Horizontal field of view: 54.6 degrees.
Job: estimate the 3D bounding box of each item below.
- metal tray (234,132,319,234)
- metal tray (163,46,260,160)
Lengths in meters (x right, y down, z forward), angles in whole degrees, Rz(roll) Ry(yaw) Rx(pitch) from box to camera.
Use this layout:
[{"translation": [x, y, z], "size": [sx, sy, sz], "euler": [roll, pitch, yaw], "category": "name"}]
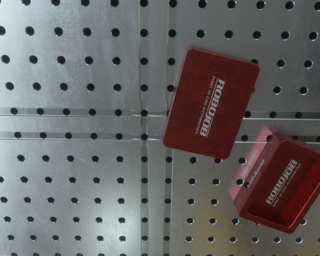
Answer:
[{"translation": [0.176, 0.080, 0.441], "size": [0.090, 0.030, 0.129], "euler": [21, 109, -8], "category": "metal tray"}, {"translation": [0.062, -0.030, 0.400], "size": [0.090, 0.030, 0.129], "euler": [13, 110, -5], "category": "metal tray"}]
